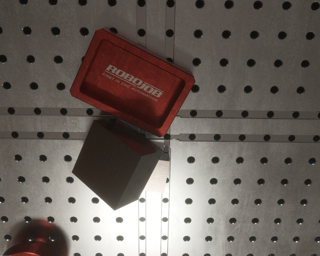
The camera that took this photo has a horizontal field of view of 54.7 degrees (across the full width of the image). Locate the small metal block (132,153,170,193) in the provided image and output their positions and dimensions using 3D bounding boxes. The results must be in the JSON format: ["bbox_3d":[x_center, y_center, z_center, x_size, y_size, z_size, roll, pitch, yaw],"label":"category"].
[{"bbox_3d":[-0.015,0.060,0.436,0.050,0.025,0.050,8,110,-4],"label":"small metal block"}]

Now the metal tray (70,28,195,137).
[{"bbox_3d":[-0.034,-0.056,0.389,0.131,0.030,0.089,26,108,-10],"label":"metal tray"}]

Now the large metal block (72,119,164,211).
[{"bbox_3d":[-0.055,0.043,0.396,0.080,0.050,0.080,35,110,24],"label":"large metal block"}]

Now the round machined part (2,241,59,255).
[{"bbox_3d":[-0.198,0.217,0.482,0.099,0.042,0.097,0,110,-1],"label":"round machined part"}]
